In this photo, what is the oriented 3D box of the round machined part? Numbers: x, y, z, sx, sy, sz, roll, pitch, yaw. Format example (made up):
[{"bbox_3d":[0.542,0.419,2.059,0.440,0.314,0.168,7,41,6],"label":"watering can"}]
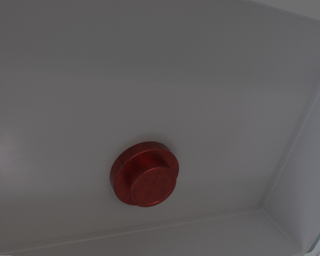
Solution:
[{"bbox_3d":[-0.016,0.071,0.432,0.099,0.042,0.097,-14,124,-21],"label":"round machined part"}]
